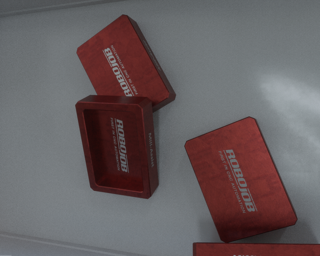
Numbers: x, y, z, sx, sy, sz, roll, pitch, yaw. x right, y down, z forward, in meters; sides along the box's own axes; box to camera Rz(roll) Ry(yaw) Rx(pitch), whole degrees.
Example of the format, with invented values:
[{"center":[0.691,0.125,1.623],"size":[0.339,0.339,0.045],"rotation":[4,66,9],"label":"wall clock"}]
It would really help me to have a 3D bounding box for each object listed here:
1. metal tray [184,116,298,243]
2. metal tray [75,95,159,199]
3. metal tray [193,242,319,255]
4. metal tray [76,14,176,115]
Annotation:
[{"center":[0.095,0.061,0.374],"size":[0.090,0.030,0.129],"rotation":[-23,82,18],"label":"metal tray"},{"center":[-0.053,0.024,0.401],"size":[0.090,0.030,0.129],"rotation":[4,114,20],"label":"metal tray"},{"center":[0.109,0.142,0.333],"size":[0.130,0.090,0.030],"rotation":[-6,66,18],"label":"metal tray"},{"center":[-0.048,-0.075,0.425],"size":[0.090,0.030,0.130],"rotation":[-31,80,17],"label":"metal tray"}]
